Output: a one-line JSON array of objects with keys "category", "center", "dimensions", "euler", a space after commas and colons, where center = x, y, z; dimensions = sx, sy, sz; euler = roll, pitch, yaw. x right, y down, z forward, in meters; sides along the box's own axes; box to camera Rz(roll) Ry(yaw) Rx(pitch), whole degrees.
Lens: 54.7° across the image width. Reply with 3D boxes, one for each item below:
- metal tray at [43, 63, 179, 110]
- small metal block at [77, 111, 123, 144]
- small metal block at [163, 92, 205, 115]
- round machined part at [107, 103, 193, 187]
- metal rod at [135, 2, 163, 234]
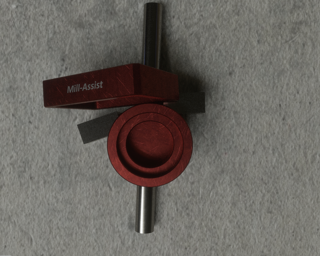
[{"category": "metal tray", "center": [-0.055, -0.042, 0.355], "dimensions": [0.130, 0.090, 0.030], "euler": [-4, 89, 29]}, {"category": "small metal block", "center": [-0.072, -0.001, 0.398], "dimensions": [0.050, 0.050, 0.025], "euler": [-19, 90, 0]}, {"category": "small metal block", "center": [0.029, -0.030, 0.399], "dimensions": [0.050, 0.050, 0.025], "euler": [-2, 90, -1]}, {"category": "round machined part", "center": [-0.012, 0.018, 0.375], "dimensions": [0.099, 0.042, 0.097], "euler": [0, 93, -3]}, {"category": "metal rod", "center": [-0.015, -0.013, 0.411], "dimensions": [0.025, 0.025, 0.298], "euler": [2, 90, -1]}]
